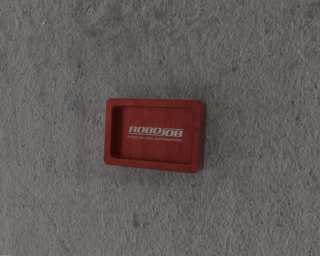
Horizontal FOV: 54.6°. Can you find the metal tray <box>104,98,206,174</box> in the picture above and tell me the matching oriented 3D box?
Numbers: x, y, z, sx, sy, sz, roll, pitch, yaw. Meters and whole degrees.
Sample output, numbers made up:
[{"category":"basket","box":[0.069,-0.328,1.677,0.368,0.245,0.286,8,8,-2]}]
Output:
[{"category":"metal tray","box":[-0.008,0.008,0.409,0.130,0.030,0.090,3,91,20]}]
